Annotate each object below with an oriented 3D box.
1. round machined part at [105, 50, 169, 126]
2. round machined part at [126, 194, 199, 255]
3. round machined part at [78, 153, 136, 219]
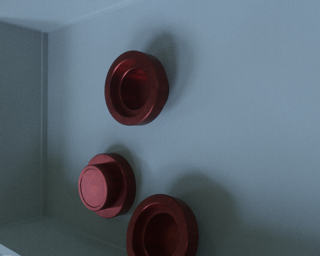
[{"bbox_3d":[-0.027,-0.052,0.418,0.098,0.042,0.097,0,90,40],"label":"round machined part"},{"bbox_3d":[0.007,0.133,0.377,0.098,0.042,0.098,-21,57,36],"label":"round machined part"},{"bbox_3d":[-0.086,0.087,0.467,0.098,0.042,0.097,0,90,40],"label":"round machined part"}]
